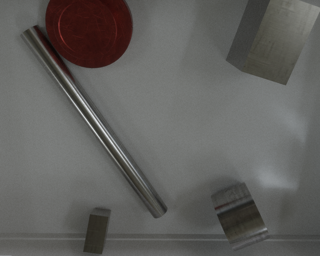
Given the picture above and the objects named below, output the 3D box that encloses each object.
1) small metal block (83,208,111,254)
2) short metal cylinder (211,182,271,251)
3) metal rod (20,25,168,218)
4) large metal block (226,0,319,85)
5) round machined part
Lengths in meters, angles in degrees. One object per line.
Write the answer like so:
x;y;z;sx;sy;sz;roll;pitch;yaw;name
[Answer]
-0.088;0.145;0.441;0.025;0.050;0.050;10;85;-4;small metal block
0.110;0.121;0.428;0.050;0.080;0.080;-24;109;8;short metal cylinder
-0.077;0.004;0.411;0.025;0.025;0.299;-30;108;10;metal rod
0.120;-0.101;0.347;0.050;0.080;0.079;16;109;-6;large metal block
-0.081;-0.116;0.354;0.099;0.042;0.097;-1;116;-1;round machined part
